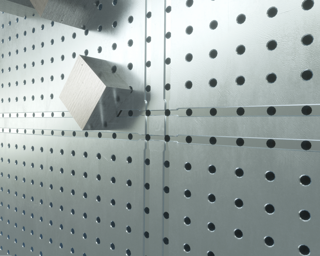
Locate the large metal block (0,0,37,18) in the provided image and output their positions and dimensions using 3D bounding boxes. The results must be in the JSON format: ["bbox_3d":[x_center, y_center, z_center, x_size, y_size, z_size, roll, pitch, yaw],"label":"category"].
[{"bbox_3d":[-0.283,-0.257,0.603,0.080,0.081,0.050,6,94,39],"label":"large metal block"}]

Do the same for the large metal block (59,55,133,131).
[{"bbox_3d":[-0.100,-0.052,0.473,0.080,0.050,0.080,48,118,29],"label":"large metal block"}]

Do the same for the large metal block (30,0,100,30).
[{"bbox_3d":[-0.145,-0.212,0.490,0.080,0.081,0.050,-51,61,28],"label":"large metal block"}]
